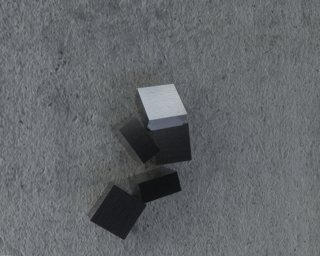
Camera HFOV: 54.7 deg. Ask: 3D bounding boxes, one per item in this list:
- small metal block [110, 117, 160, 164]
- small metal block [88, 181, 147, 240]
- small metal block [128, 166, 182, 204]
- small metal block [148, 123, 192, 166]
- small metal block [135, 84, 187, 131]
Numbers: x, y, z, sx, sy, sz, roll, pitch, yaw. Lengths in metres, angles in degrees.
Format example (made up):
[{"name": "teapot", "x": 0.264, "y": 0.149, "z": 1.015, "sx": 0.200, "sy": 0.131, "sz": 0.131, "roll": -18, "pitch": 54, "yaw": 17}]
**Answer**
[{"name": "small metal block", "x": -0.032, "y": 0.014, "z": 0.384, "sx": 0.025, "sy": 0.050, "sz": 0.050, "roll": -38, "pitch": 103, "yaw": -16}, {"name": "small metal block", "x": -0.054, "y": 0.103, "z": 0.389, "sx": 0.050, "sy": 0.025, "sz": 0.050, "roll": 36, "pitch": 79, "yaw": -17}, {"name": "small metal block", "x": -0.008, "y": 0.071, "z": 0.393, "sx": 0.050, "sy": 0.050, "sz": 0.025, "roll": -15, "pitch": 95, "yaw": -20}, {"name": "small metal block", "x": 0.012, "y": 0.021, "z": 0.413, "sx": 0.050, "sy": 0.025, "sz": 0.050, "roll": -6, "pitch": 92, "yaw": -20}, {"name": "small metal block", "x": 0.000, "y": -0.027, "z": 0.396, "sx": 0.050, "sy": 0.025, "sz": 0.050, "roll": -10, "pitch": 60, "yaw": -20}]
